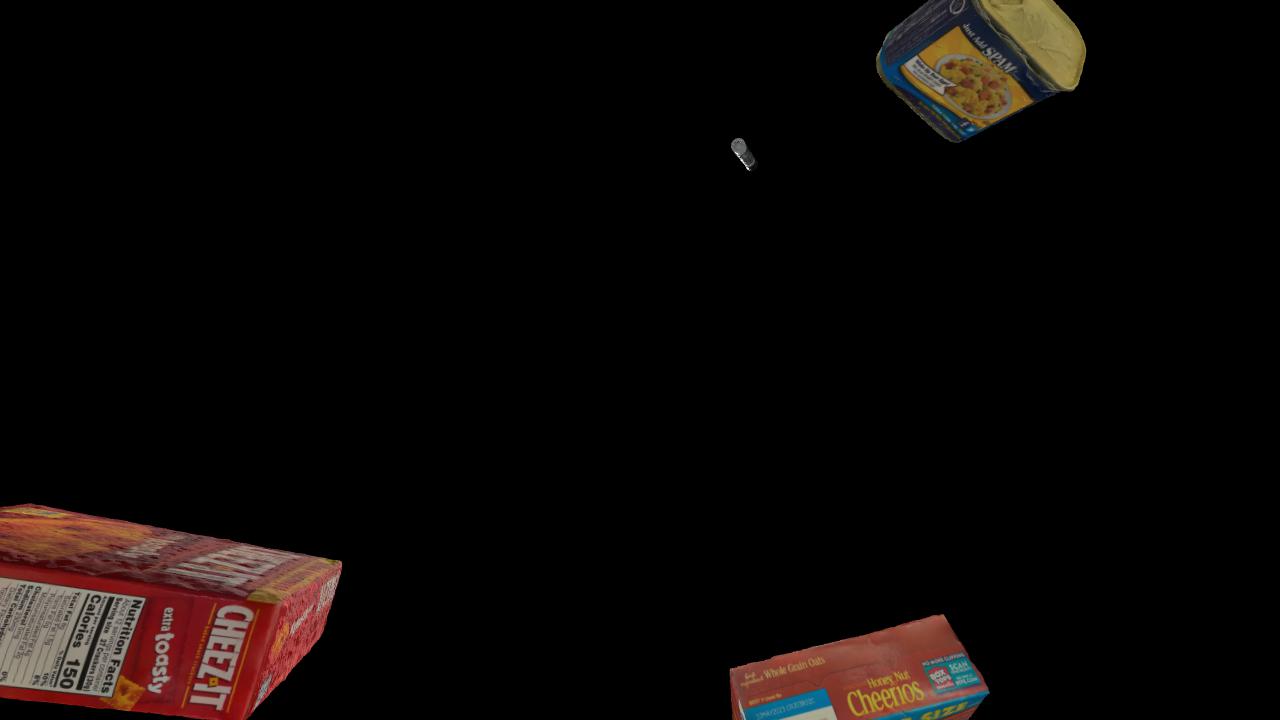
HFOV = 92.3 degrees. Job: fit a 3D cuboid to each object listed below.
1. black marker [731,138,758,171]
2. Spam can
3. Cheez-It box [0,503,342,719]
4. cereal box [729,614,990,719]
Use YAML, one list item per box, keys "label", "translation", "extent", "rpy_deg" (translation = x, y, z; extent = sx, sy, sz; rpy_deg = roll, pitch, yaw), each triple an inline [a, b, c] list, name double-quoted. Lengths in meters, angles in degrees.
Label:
- label: "black marker"
  translation: [0.147, -0.285, 0.858]
  extent: [0.020, 0.020, 0.121]
  rpy_deg: [0, 4, 19]
- label: "Spam can"
  translation: [0.230, -0.209, 0.424]
  extent: [0.101, 0.058, 0.085]
  rpy_deg: [33, -20, -16]
- label: "Cheez-It box"
  translation: [-0.323, 0.147, 0.380]
  extent: [0.223, 0.071, 0.166]
  rpy_deg: [15, -12, -11]
- label: "cereal box"
  translation: [0.197, 0.374, 0.615]
  extent: [0.203, 0.306, 0.081]
  rpy_deg: [-13, 44, -4]
